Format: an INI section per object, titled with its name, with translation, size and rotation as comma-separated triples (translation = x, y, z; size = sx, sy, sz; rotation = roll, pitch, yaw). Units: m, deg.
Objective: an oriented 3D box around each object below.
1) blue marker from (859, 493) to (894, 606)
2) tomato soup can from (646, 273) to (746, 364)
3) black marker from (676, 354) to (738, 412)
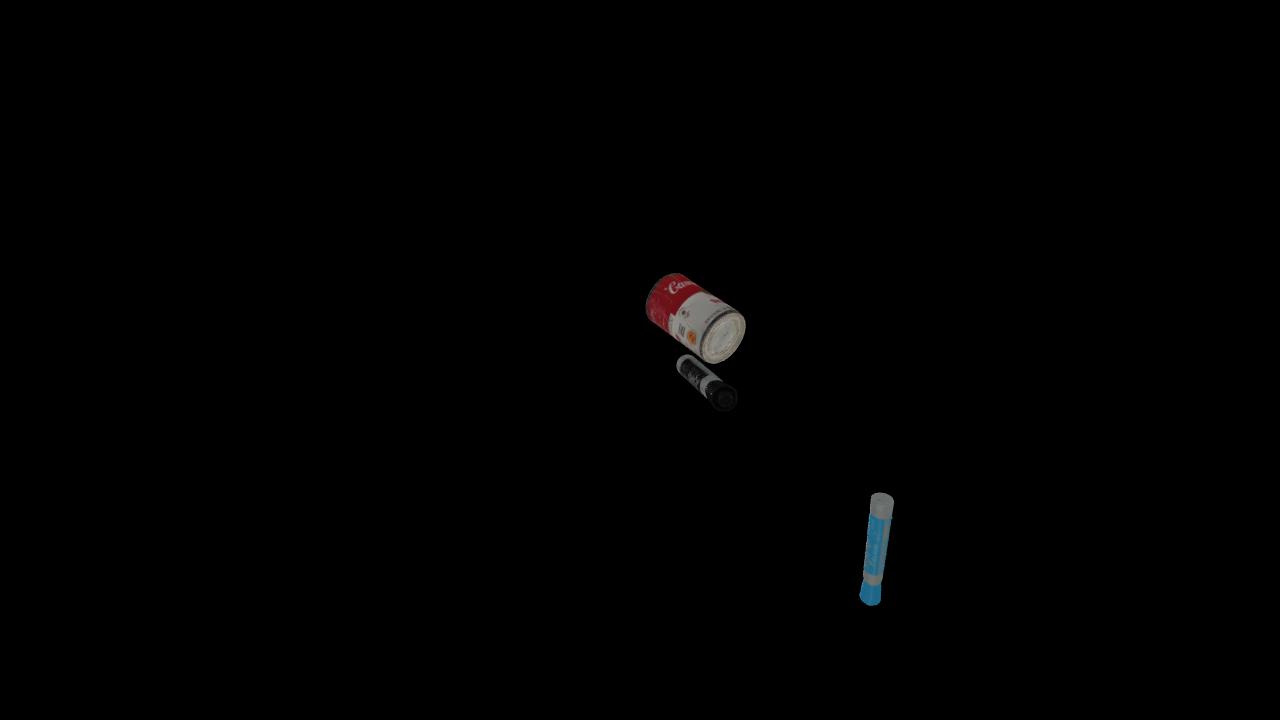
[blue marker]
translation = 0.213, 0.175, 0.556
size = 0.020, 0.121, 0.020
rotation = -3, 24, 2
[tomato soup can]
translation = 0.063, -0.048, 0.702
size = 0.068, 0.068, 0.101
rotation = 0, 31, -43
[black marker]
translation = 0.049, 0.015, 0.467
size = 0.020, 0.020, 0.121
rotation = 0, 11, -8
